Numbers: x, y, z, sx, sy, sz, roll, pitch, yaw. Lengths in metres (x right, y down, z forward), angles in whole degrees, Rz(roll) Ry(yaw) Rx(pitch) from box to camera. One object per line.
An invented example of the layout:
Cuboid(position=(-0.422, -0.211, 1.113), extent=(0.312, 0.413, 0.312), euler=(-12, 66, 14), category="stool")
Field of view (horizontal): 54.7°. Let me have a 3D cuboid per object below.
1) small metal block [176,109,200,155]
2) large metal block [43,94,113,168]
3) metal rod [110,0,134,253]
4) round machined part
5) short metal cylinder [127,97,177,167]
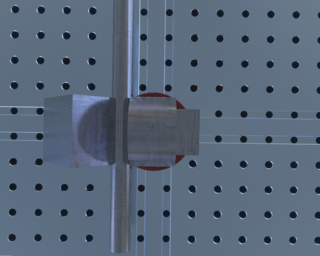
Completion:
Cuboid(position=(0.030, 0.004, 0.359), extent=(0.025, 0.050, 0.050), euler=(1, 90, 0), category="small metal block")
Cuboid(position=(-0.102, 0.003, 0.379), extent=(0.050, 0.080, 0.079), euler=(1, 90, -42), category="large metal block")
Cuboid(position=(-0.046, -0.004, 0.371), extent=(0.025, 0.025, 0.298), euler=(1, 90, -1), category="metal rod")
Cuboid(position=(-0.008, 0.004, 0.404), extent=(0.099, 0.042, 0.097), euler=(0, 90, -1), category="round machined part")
Cuboid(position=(-0.008, 0.004, 0.356), extent=(0.050, 0.080, 0.079), euler=(1, 90, 0), category="short metal cylinder")
